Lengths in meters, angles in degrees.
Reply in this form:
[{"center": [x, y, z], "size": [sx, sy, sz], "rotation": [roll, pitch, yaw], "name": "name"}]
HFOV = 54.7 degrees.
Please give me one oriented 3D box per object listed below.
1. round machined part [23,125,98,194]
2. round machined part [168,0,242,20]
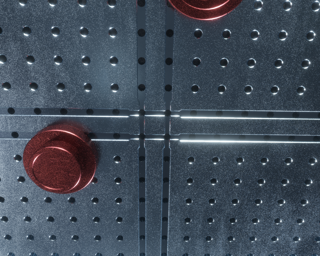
[{"center": [-0.137, 0.048, 0.420], "size": [0.099, 0.042, 0.097], "rotation": [0, 110, -1], "name": "round machined part"}, {"center": [0.049, -0.171, 0.342], "size": [0.099, 0.042, 0.097], "rotation": [0, 110, -1], "name": "round machined part"}]
